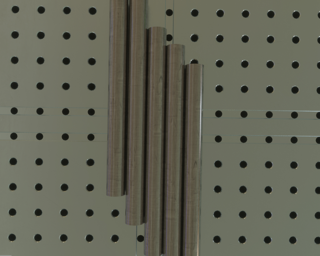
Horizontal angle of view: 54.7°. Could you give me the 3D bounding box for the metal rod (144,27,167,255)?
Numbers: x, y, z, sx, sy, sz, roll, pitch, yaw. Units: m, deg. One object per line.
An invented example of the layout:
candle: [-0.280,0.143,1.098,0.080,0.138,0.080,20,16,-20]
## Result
metal rod: [-0.006,0.018,0.413,0.025,0.025,0.298,1,90,-1]

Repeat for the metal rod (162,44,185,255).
metal rod: [0.018,0.040,0.413,0.025,0.025,0.298,1,90,-1]

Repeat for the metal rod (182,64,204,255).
metal rod: [0.043,0.066,0.413,0.025,0.025,0.298,1,90,-1]

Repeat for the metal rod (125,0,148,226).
metal rod: [-0.031,-0.023,0.412,0.025,0.025,0.298,1,90,-1]

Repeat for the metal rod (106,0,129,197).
metal rod: [-0.056,-0.060,0.412,0.025,0.025,0.298,1,90,-1]
